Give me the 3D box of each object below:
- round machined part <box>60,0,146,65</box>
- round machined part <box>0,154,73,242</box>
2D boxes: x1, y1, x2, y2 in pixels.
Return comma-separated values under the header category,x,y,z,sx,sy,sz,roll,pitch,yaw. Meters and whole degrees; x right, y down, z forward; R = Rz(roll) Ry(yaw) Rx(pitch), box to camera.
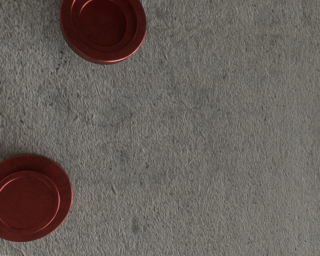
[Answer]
category,x,y,z,sx,sy,sz,roll,pitch,yaw
round machined part,-0.069,-0.125,0.374,0.099,0.042,0.097,0,90,-20
round machined part,-0.148,0.079,0.345,0.099,0.042,0.097,0,90,-20
